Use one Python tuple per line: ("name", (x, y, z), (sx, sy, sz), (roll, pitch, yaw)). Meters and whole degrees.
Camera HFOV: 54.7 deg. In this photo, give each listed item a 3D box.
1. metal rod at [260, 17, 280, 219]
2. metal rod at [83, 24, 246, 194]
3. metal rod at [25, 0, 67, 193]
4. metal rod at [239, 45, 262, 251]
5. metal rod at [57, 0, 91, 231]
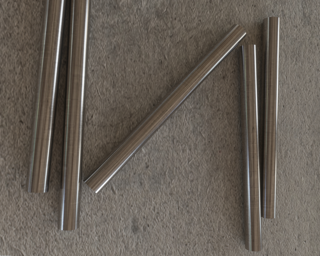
("metal rod", (0.166, -0.015, 0.469), (0.025, 0.025, 0.298), (2, 90, -20))
("metal rod", (0.015, -0.034, 0.414), (0.025, 0.025, 0.301), (47, 75, -14))
("metal rod", (-0.128, -0.076, 0.361), (0.025, 0.025, 0.298), (6, 88, -20))
("metal rod", (0.134, 0.029, 0.458), (0.025, 0.025, 0.298), (-2, 91, -20))
("metal rod", (-0.102, -0.031, 0.371), (0.025, 0.025, 0.298), (3, 89, -20))
